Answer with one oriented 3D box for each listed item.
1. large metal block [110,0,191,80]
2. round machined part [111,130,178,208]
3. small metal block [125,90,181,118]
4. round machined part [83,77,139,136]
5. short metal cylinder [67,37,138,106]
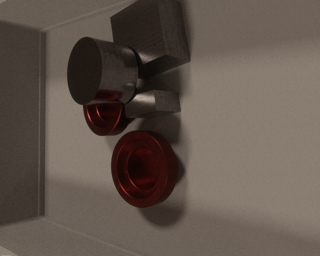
[{"bbox_3d":[-0.014,-0.115,0.400,0.080,0.050,0.080,-14,81,39],"label":"large metal block"},{"bbox_3d":[-0.016,0.051,0.407,0.098,0.042,0.097,0,90,39],"label":"round machined part"},{"bbox_3d":[-0.009,-0.029,0.396,0.050,0.050,0.025,-11,84,38],"label":"small metal block"},{"bbox_3d":[-0.067,-0.038,0.444,0.098,0.042,0.097,1,91,46],"label":"round machined part"},{"bbox_3d":[-0.072,-0.067,0.382,0.080,0.050,0.079,1,91,46],"label":"short metal cylinder"}]
